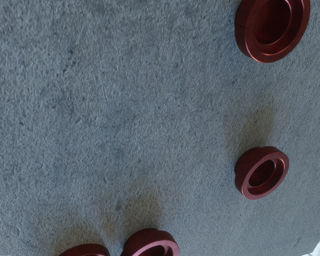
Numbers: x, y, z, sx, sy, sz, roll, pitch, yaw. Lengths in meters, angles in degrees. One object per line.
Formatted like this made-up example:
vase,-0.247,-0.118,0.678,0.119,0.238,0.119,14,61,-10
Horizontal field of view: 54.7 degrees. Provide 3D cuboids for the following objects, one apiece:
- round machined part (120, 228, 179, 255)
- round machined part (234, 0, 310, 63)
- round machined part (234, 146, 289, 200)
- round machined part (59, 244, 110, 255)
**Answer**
round machined part,-0.022,0.205,0.511,0.099,0.042,0.097,-14,124,-21
round machined part,0.133,-0.134,0.385,0.099,0.042,0.097,-14,124,-21
round machined part,0.168,0.072,0.532,0.099,0.042,0.097,-14,124,-21
round machined part,-0.118,0.228,0.472,0.099,0.042,0.097,-14,124,-21
